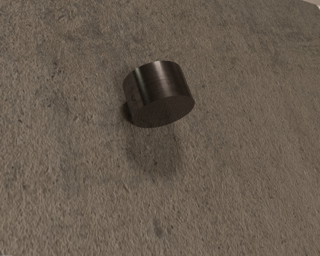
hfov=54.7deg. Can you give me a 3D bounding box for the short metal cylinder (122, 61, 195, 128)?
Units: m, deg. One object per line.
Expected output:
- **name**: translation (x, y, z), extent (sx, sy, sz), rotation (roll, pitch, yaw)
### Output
- **short metal cylinder**: translation (-0.002, -0.040, 0.393), extent (0.081, 0.080, 0.050), rotation (-5, 64, -31)
